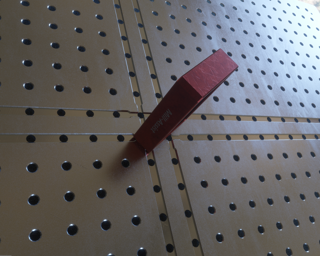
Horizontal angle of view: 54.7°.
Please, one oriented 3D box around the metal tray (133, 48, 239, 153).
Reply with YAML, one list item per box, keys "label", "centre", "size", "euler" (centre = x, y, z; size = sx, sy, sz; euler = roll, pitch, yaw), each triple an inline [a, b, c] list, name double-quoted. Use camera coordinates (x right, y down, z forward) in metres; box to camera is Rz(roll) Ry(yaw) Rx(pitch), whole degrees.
- label: "metal tray"
  centre: [0.028, -0.030, 0.375]
  size: [0.030, 0.129, 0.091]
  euler: [47, 51, 4]
